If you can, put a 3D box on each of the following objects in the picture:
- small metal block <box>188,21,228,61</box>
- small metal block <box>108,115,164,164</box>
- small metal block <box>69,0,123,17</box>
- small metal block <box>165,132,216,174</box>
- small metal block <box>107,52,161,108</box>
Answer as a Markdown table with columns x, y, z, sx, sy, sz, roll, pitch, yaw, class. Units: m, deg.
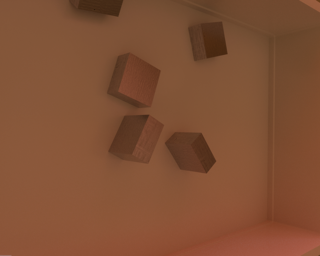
| x | y | z | sx | sy | sz | roll | pitch | yaw | class |
| --- | --- | --- | --- | --- | --- | --- | --- | --- | --- |
| 0.073 | -0.132 | 0.470 | 0.050 | 0.025 | 0.050 | -21 | 103 | -38 | small metal block |
| -0.029 | 0.012 | 0.368 | 0.025 | 0.050 | 0.050 | 35 | 68 | -35 | small metal block |
| -0.065 | -0.154 | 0.336 | 0.050 | 0.025 | 0.050 | -5 | 131 | -40 | small metal block |
| 0.042 | 0.033 | 0.428 | 0.025 | 0.050 | 0.050 | -45 | 118 | -31 | small metal block |
| -0.031 | -0.057 | 0.382 | 0.050 | 0.025 | 0.050 | 24 | 75 | -38 | small metal block |
